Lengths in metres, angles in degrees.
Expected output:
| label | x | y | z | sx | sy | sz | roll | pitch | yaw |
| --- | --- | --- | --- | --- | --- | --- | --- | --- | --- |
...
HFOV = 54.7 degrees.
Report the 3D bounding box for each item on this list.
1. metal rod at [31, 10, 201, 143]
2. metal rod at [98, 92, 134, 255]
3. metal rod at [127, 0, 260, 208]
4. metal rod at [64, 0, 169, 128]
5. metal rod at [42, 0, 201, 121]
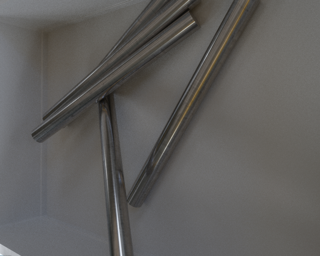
| label | x | y | z | sx | sy | sz | roll | pitch | yaw |
| --- | --- | --- | --- | --- | --- | --- | --- | --- | --- |
| metal rod | -0.075 | -0.059 | 0.432 | 0.300 | 0.025 | 0.025 | -31 | 70 | 23 |
| metal rod | -0.059 | 0.054 | 0.390 | 0.025 | 0.025 | 0.299 | -41 | 45 | 32 |
| metal rod | 0.029 | -0.019 | 0.382 | 0.025 | 0.025 | 0.298 | 42 | 115 | 32 |
| metal rod | -0.083 | -0.091 | 0.475 | 0.299 | 0.025 | 0.025 | -40 | 66 | 32 |
| metal rod | -0.070 | -0.088 | 0.440 | 0.299 | 0.025 | 0.025 | -34 | 69 | 27 |
